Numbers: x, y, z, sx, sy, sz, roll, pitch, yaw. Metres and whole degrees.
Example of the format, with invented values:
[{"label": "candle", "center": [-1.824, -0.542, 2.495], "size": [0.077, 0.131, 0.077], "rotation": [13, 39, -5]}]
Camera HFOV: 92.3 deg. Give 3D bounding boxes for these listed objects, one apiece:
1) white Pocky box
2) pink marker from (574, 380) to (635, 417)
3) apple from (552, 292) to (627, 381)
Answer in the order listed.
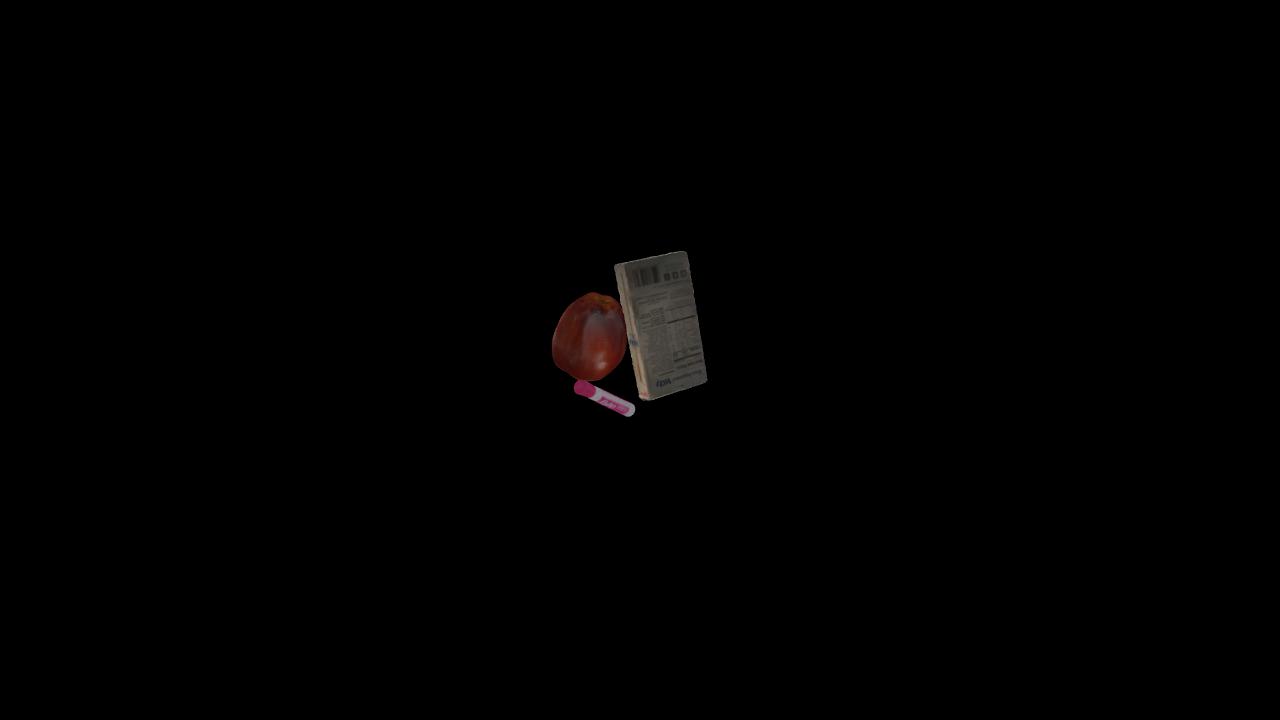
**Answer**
[{"label": "white Pocky box", "center": [0.026, -0.039, 0.689], "size": [0.084, 0.154, 0.028], "rotation": [-16, 12, -28]}, {"label": "pink marker", "center": [-0.044, 0.048, 0.768], "size": [0.020, 0.020, 0.121], "rotation": [0, -18, 31]}, {"label": "apple", "center": [-0.049, -0.022, 0.630], "size": [0.079, 0.093, 0.079], "rotation": [11, 28, -6]}]
